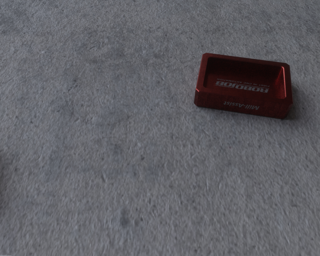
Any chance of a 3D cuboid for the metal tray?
[{"bbox_3d":[0.121,-0.064,0.455,0.131,0.030,0.090,9,51,7],"label":"metal tray"}]
